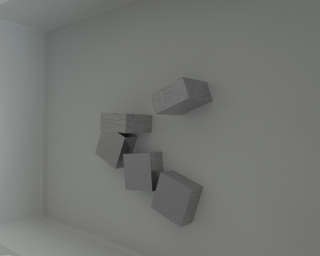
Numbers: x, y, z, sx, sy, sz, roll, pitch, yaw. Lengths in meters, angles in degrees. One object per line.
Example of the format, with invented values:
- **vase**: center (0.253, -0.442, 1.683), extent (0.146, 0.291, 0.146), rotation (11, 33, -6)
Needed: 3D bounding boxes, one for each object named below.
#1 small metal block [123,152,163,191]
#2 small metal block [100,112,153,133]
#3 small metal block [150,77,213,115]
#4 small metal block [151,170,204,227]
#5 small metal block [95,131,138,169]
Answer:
- **small metal block**: center (-0.023, 0.059, 0.426), extent (0.050, 0.025, 0.050), rotation (-7, 86, 40)
- **small metal block**: center (-0.046, -0.007, 0.429), extent (0.050, 0.050, 0.025), rotation (5, 93, 40)
- **small metal block**: center (0.026, -0.036, 0.369), extent (0.050, 0.050, 0.025), rotation (-24, 75, 37)
- **small metal block**: center (0.021, 0.087, 0.390), extent (0.050, 0.025, 0.050), rotation (24, 105, 37)
- **small metal block**: center (-0.066, 0.026, 0.461), extent (0.050, 0.025, 0.050), rotation (30, 109, 36)
